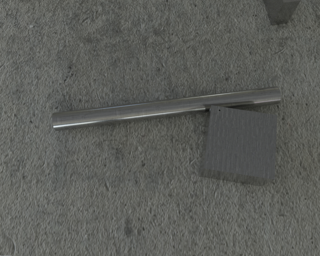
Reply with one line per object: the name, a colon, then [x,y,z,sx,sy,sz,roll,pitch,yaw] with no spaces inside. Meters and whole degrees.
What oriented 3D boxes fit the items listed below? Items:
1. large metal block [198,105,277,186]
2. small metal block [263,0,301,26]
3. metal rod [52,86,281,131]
large metal block: [0.096,0.023,0.388,0.080,0.050,0.080,9,70,3]
small metal block: [0.182,-0.193,0.468,0.025,0.050,0.050,-8,70,-3]
metal rod: [0.011,-0.027,0.417,0.302,0.025,0.025,-7,70,-3]
